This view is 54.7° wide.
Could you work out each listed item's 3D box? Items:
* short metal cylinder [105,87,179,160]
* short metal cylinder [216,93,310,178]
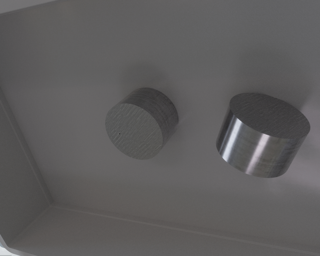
[{"bbox_3d":[-0.023,-0.006,0.401,0.080,0.050,0.079,13,124,21],"label":"short metal cylinder"},{"bbox_3d":[0.104,0.005,0.321,0.080,0.080,0.050,23,127,14],"label":"short metal cylinder"}]
